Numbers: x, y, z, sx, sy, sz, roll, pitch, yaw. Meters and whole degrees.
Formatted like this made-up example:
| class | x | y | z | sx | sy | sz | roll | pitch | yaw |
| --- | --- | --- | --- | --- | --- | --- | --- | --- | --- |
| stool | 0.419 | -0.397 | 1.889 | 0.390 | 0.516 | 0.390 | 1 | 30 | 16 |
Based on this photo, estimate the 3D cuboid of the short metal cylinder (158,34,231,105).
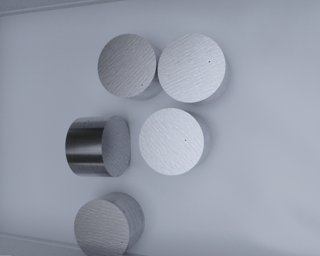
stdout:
| class | x | y | z | sx | sy | sz | roll | pitch | yaw |
| --- | --- | --- | --- | --- | --- | --- | --- | --- | --- |
| short metal cylinder | 0.044 | -0.069 | 0.381 | 0.080 | 0.050 | 0.079 | 0 | 90 | 19 |

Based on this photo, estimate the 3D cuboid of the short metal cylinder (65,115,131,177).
| class | x | y | z | sx | sy | sz | roll | pitch | yaw |
| --- | --- | --- | --- | --- | --- | --- | --- | --- | --- |
| short metal cylinder | -0.079 | 0.024 | 0.408 | 0.050 | 0.080 | 0.079 | -2 | 89 | 20 |

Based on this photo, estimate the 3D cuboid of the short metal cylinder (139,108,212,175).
| class | x | y | z | sx | sy | sz | roll | pitch | yaw |
| --- | --- | --- | --- | --- | --- | --- | --- | --- | --- |
| short metal cylinder | 0.021 | 0.016 | 0.389 | 0.080 | 0.050 | 0.079 | 0 | 90 | 19 |

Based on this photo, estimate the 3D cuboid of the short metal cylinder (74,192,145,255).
| class | x | y | z | sx | sy | sz | roll | pitch | yaw |
| --- | --- | --- | --- | --- | --- | --- | --- | --- | --- |
| short metal cylinder | -0.067 | 0.131 | 0.420 | 0.080 | 0.050 | 0.079 | 0 | 90 | 19 |

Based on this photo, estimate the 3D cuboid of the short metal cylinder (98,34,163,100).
| class | x | y | z | sx | sy | sz | roll | pitch | yaw |
| --- | --- | --- | --- | --- | --- | --- | --- | --- | --- |
| short metal cylinder | -0.034 | -0.078 | 0.408 | 0.080 | 0.050 | 0.079 | 0 | 90 | 19 |
